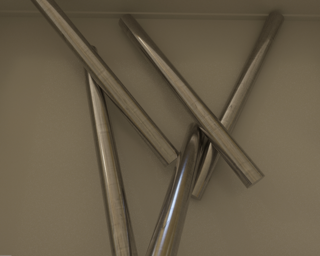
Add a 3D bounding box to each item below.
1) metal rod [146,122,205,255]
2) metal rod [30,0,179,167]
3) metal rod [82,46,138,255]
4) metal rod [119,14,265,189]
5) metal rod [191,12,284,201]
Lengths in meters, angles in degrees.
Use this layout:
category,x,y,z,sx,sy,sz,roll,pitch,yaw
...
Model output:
category,x,y,z,sx,sy,sz,roll,pitch,yaw
metal rod,0.011,0.084,0.292,0.025,0.025,0.301,17,36,6
metal rod,-0.078,-0.074,0.399,0.025,0.025,0.300,-38,82,-12
metal rod,-0.067,0.012,0.374,0.025,0.025,0.299,-13,59,-5
metal rod,0.029,-0.050,0.410,0.025,0.025,0.299,-31,66,-11
metal rod,0.108,-0.042,0.425,0.025,0.025,0.300,26,72,9
